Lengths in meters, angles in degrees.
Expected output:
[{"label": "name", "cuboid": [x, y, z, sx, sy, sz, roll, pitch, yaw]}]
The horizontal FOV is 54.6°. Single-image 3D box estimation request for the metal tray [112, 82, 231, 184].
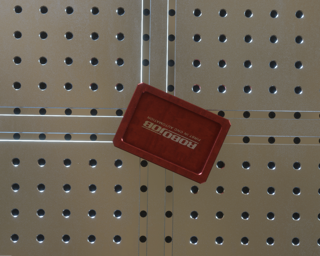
[{"label": "metal tray", "cuboid": [0.015, 0.006, 0.410, 0.130, 0.030, 0.090, 24, 90, 0]}]
